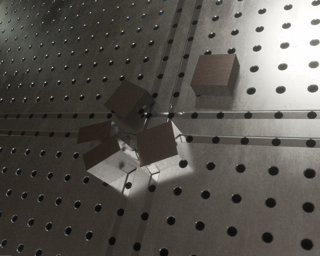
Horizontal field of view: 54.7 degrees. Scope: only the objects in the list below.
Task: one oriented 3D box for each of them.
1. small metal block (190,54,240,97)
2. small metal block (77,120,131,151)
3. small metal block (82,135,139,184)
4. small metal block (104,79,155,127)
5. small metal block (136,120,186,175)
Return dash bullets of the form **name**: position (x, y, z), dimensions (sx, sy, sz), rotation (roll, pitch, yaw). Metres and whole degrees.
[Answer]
- **small metal block**: position (0.074, -0.070, 0.412), dimensions (0.050, 0.025, 0.050), rotation (6, 64, 30)
- **small metal block**: position (-0.075, 0.017, 0.419), dimensions (0.050, 0.050, 0.025), rotation (-12, 57, 21)
- **small metal block**: position (-0.061, 0.042, 0.397), dimensions (0.050, 0.050, 0.025), rotation (-32, 52, 7)
- **small metal block**: position (-0.045, -0.037, 0.453), dimensions (0.050, 0.025, 0.050), rotation (30, 78, 37)
- **small metal block**: position (0.000, 0.025, 0.392), dimensions (0.050, 0.025, 0.050), rotation (-20, 54, 15)
